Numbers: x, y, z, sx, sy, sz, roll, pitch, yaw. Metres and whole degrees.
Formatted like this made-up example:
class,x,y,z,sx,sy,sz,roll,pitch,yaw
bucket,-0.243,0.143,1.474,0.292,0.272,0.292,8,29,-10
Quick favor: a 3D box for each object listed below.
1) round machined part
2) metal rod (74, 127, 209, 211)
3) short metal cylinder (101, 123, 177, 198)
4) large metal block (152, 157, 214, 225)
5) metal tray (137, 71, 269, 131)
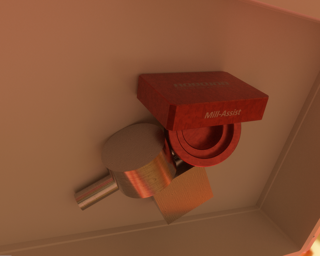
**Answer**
class,x,y,z,sx,sy,sz,roll,pitch,yaw
round machined part,0.053,0.000,0.408,0.099,0.042,0.097,-1,93,-14
metal rod,0.022,0.027,0.437,0.302,0.025,0.025,-29,129,-10
short metal cylinder,-0.025,0.039,0.383,0.080,0.080,0.050,-30,129,-10
large metal block,0.024,0.082,0.454,0.080,0.050,0.080,-29,129,-10
metal tray,0.049,-0.037,0.369,0.131,0.090,0.030,-7,122,-26
